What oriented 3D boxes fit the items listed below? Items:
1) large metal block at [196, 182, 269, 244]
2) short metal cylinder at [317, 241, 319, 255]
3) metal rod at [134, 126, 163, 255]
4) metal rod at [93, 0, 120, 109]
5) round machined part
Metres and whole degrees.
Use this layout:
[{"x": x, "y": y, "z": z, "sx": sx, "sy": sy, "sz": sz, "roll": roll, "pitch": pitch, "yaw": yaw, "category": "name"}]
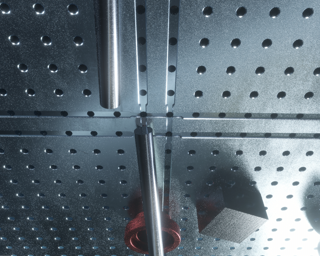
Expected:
[{"x": 0.118, "y": 0.143, "z": 0.518, "sx": 0.080, "sy": 0.050, "sz": 0.079, "roll": 19, "pitch": 128, "yaw": -16, "category": "large metal block"}, {"x": 0.344, "y": 0.229, "z": 0.573, "sx": 0.081, "sy": 0.080, "sz": 0.050, "roll": 10, "pitch": 129, "yaw": -9, "category": "short metal cylinder"}, {"x": -0.012, "y": 0.136, "z": 0.483, "sx": 0.025, "sy": 0.025, "sz": 0.298, "roll": -3, "pitch": 117, "yaw": 2, "category": "metal rod"}, {"x": -0.051, "y": -0.144, "z": 0.288, "sx": 0.025, "sy": 0.025, "sz": 0.298, "roll": 3, "pitch": 130, "yaw": -3, "category": "metal rod"}, {"x": -0.013, "y": 0.184, "z": 0.557, "sx": 0.099, "sy": 0.042, "sz": 0.097, "roll": 0, "pitch": 130, "yaw": 0, "category": "round machined part"}]
